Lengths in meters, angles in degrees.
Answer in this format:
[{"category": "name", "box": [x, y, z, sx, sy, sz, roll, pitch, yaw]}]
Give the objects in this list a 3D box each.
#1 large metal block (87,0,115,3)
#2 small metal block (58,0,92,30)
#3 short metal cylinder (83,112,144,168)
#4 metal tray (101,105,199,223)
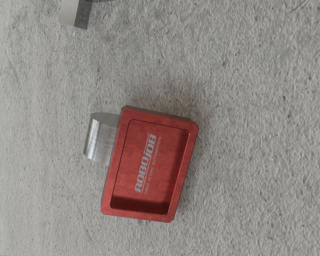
[{"category": "large metal block", "box": [-0.109, -0.241, 0.460, 0.050, 0.081, 0.079, 14, 99, 39]}, {"category": "small metal block", "box": [-0.144, -0.198, 0.524, 0.050, 0.025, 0.050, 26, 106, 37]}, {"category": "short metal cylinder", "box": [-0.059, 0.014, 0.418, 0.080, 0.081, 0.050, 24, 105, 37]}, {"category": "metal tray", "box": [-0.014, 0.045, 0.375, 0.030, 0.091, 0.129, -125, 48, -73]}]
